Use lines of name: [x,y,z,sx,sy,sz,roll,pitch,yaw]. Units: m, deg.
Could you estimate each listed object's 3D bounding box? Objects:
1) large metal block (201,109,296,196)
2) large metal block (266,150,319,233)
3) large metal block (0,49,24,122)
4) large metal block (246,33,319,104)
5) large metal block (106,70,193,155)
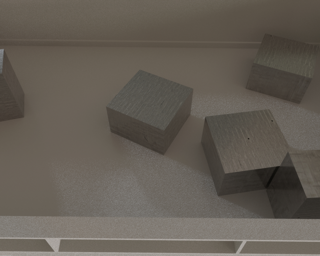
large metal block: [0.100,0.028,0.367,0.081,0.050,0.080,-7,50,-6]
large metal block: [0.166,0.065,0.317,0.081,0.080,0.050,-3,50,-3]
large metal block: [-0.235,-0.051,0.409,0.081,0.080,0.050,-12,51,-10]
large metal block: [0.184,-0.091,0.468,0.080,0.050,0.080,19,53,15]
large metal block: [-0.011,-0.023,0.408,0.080,0.050,0.080,23,53,17]
